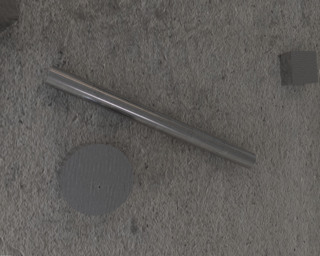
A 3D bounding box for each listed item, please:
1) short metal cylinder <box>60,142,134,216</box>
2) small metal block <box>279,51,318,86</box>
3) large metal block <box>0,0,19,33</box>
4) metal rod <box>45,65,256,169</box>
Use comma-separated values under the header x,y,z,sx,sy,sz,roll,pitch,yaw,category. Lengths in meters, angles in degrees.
x,y,z,sx,sy,sz,roll,pitch,yaw,category
-0.077,0.057,0.368,0.081,0.050,0.080,0,90,-20,short metal cylinder
0.220,-0.094,0.490,0.050,0.025,0.050,-5,92,-20,small metal block
-0.194,-0.118,0.308,0.080,0.080,0.050,-45,104,-14,large metal block
0.002,-0.007,0.409,0.302,0.025,0.025,23,83,-19,metal rod
